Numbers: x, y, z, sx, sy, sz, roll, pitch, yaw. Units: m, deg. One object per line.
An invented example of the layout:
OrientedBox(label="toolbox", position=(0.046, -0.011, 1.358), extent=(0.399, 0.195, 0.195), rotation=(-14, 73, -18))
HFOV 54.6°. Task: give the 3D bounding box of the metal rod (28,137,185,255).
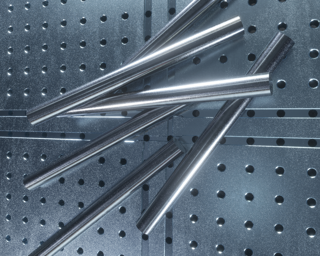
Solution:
OrientedBox(label="metal rod", position=(-0.086, 0.115, 0.443), extent=(0.299, 0.025, 0.025), rotation=(-40, 78, 15))

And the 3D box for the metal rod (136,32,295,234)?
OrientedBox(label="metal rod", position=(0.062, 0.015, 0.390), extent=(0.025, 0.025, 0.299), rotation=(38, 102, 16))

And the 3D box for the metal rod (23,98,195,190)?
OrientedBox(label="metal rod", position=(-0.077, 0.019, 0.440), extent=(0.300, 0.025, 0.025), rotation=(-28, 81, 17))

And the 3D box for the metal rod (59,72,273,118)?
OrientedBox(label="metal rod", position=(-0.016, -0.037, 0.396), extent=(0.300, 0.025, 0.025), rotation=(-4, 89, 28))

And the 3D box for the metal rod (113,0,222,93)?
OrientedBox(label="metal rod", position=(0.036, -0.143, 0.399), extent=(0.300, 0.025, 0.025), rotation=(-39, 78, 16))

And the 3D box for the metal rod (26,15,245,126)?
OrientedBox(label="metal rod", position=(-0.039, -0.070, 0.403), extent=(0.301, 0.025, 0.025), rotation=(-22, 83, 10))
